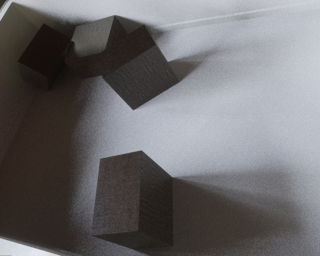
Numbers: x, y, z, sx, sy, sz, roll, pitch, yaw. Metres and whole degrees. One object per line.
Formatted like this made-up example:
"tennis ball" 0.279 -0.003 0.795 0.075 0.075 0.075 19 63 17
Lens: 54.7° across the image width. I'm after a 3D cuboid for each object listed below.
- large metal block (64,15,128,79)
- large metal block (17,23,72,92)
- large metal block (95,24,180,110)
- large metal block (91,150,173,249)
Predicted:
"large metal block" -0.106 -0.136 0.529 0.080 0.050 0.080 -6 59 25
"large metal block" -0.200 -0.120 0.542 0.080 0.050 0.080 -65 12 -18
"large metal block" -0.030 -0.083 0.437 0.080 0.080 0.050 -31 52 8
"large metal block" -0.025 0.081 0.334 0.050 0.080 0.080 -13 56 21
